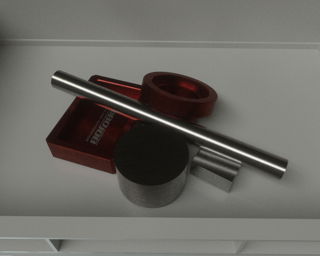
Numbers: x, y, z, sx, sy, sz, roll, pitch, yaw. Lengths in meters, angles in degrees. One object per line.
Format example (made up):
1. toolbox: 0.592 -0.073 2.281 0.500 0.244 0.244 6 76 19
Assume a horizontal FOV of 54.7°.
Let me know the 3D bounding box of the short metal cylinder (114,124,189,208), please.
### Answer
1. short metal cylinder: -0.009 0.042 0.350 0.081 0.050 0.080 0 50 0

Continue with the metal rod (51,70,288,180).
1. metal rod: -0.001 -0.010 0.373 0.301 0.025 0.025 22 53 14

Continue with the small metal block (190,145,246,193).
1. small metal block: 0.070 0.041 0.369 0.050 0.025 0.050 25 54 19

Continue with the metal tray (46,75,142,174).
1. metal tray: -0.074 -0.011 0.406 0.090 0.030 0.130 14 51 11

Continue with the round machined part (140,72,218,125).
1. round machined part: 0.022 -0.036 0.406 0.099 0.042 0.098 12 27 -6
